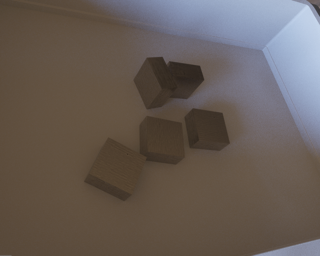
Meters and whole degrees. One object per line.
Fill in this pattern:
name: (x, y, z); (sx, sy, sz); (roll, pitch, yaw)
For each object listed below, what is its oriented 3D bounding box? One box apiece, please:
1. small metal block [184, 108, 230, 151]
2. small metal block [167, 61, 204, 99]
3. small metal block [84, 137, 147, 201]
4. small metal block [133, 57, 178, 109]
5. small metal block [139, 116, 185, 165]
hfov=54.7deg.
small metal block: (0.066, 0.003, 0.439); (0.050, 0.025, 0.050); (7, 59, -25)
small metal block: (0.027, -0.067, 0.445); (0.050, 0.050, 0.025); (2, 61, -27)
small metal block: (-0.049, 0.047, 0.350); (0.050, 0.025, 0.050); (29, 52, -10)
small metal block: (-0.008, -0.061, 0.422); (0.025, 0.050, 0.050); (-12, 68, -33)
small metal block: (0.002, 0.016, 0.397); (0.050, 0.025, 0.050); (11, 57, -23)
